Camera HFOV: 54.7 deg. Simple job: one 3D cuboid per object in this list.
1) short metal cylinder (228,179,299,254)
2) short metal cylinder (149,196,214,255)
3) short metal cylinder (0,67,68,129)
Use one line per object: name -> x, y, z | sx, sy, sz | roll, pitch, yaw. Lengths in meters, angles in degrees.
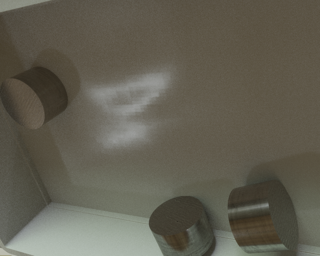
short metal cylinder -> 0.125, 0.107, 0.373 | 0.050, 0.080, 0.080 | -23, 106, 36
short metal cylinder -> 0.031, 0.143, 0.444 | 0.080, 0.080, 0.050 | -9, 114, 32
short metal cylinder -> -0.186, -0.045, 0.460 | 0.080, 0.050, 0.079 | 13, 124, 20
